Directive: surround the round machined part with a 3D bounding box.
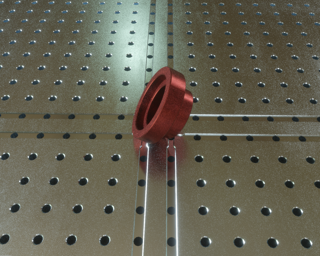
[{"bbox_3d":[0.006,-0.025,0.394,0.042,0.098,0.098,23,47,-21],"label":"round machined part"}]
